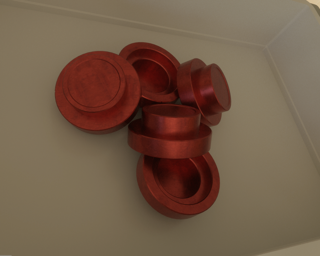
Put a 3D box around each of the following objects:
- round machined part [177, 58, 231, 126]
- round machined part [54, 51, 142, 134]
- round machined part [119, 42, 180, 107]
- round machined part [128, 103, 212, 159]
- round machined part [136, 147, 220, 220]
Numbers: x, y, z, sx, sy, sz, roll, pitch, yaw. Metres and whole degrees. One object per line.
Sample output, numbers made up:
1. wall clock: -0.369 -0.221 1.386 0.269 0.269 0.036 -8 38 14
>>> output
1. round machined part: 0.066 -0.051 0.430 0.098 0.042 0.098 33 49 -48
2. round machined part: -0.071 -0.044 0.353 0.099 0.042 0.098 0 76 0
3. round machined part: -0.017 -0.065 0.422 0.099 0.042 0.098 14 56 -21
4. round machined part: 0.012 -0.002 0.363 0.099 0.098 0.042 -7 110 -31
5. round machined part: 0.018 0.059 0.366 0.099 0.042 0.098 14 56 -21
